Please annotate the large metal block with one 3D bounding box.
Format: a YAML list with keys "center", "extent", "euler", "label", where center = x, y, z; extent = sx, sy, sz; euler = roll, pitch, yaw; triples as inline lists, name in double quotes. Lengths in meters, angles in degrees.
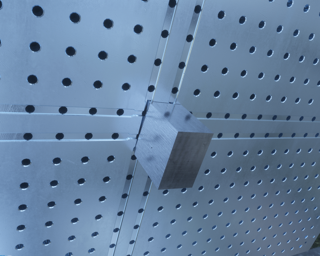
- center: [0.013, 0.021, 0.396]
  extent: [0.050, 0.080, 0.079]
  euler: [3, 117, -30]
  label: "large metal block"
